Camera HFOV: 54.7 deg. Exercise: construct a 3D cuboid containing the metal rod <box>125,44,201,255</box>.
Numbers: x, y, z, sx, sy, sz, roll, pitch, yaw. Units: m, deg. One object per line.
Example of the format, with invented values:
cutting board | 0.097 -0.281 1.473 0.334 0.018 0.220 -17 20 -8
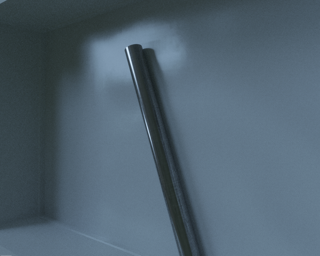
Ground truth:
metal rod | 0.002 0.029 0.403 0.025 0.025 0.299 -25 75 37
